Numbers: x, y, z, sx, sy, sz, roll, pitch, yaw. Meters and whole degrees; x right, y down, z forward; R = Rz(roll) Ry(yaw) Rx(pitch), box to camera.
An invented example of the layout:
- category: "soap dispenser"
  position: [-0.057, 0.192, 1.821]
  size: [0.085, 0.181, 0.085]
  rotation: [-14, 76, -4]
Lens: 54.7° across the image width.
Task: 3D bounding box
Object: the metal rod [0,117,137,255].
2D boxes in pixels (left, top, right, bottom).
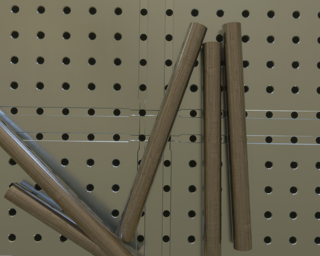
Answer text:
- category: "metal rod"
  position: [-0.137, 0.075, 0.399]
  size: [0.300, 0.025, 0.025]
  rotation: [44, 90, 4]

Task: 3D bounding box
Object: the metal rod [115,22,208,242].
- category: "metal rod"
  position: [0.002, 0.005, 0.413]
  size: [0.025, 0.025, 0.299]
  rotation: [20, 90, -1]

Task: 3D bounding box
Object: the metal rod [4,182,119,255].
- category: "metal rod"
  position: [-0.071, 0.164, 0.412]
  size: [0.301, 0.025, 0.025]
  rotation: [33, 90, -1]

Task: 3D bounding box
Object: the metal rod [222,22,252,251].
- category: "metal rod"
  position: [0.103, 0.011, 0.414]
  size: [0.025, 0.025, 0.298]
  rotation: [-3, 90, -1]

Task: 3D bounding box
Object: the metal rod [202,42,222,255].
- category: "metal rod"
  position: [0.069, 0.037, 0.414]
  size: [0.025, 0.025, 0.298]
  rotation: [0, 90, -1]
